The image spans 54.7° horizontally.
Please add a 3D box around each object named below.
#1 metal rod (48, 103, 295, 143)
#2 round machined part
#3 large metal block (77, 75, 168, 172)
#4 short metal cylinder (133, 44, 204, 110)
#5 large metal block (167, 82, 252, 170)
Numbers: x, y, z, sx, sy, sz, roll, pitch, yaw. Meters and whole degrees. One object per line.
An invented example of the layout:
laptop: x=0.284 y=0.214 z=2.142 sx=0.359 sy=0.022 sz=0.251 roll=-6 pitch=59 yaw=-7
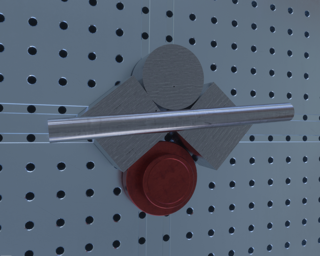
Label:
metal rod: x=0.029 y=-0.009 z=0.364 sx=0.303 sy=0.025 sz=0.025 roll=-5 pitch=92 yaw=-20
round machined part: x=0.005 y=0.065 z=0.401 sx=0.099 sy=0.042 sz=0.097 roll=0 pitch=90 yaw=-20
large metal block: x=-0.045 y=-0.006 z=0.379 sx=0.080 sy=0.050 sz=0.080 roll=-41 pitch=105 yaw=-16
short metal cylinder: x=0.009 y=-0.062 z=0.399 sx=0.081 sy=0.050 sz=0.079 roll=0 pitch=90 yaw=-20
large metal block: x=0.062 y=-0.003 z=0.416 sx=0.080 sy=0.050 sz=0.080 roll=44 pitch=77 yaw=-15
